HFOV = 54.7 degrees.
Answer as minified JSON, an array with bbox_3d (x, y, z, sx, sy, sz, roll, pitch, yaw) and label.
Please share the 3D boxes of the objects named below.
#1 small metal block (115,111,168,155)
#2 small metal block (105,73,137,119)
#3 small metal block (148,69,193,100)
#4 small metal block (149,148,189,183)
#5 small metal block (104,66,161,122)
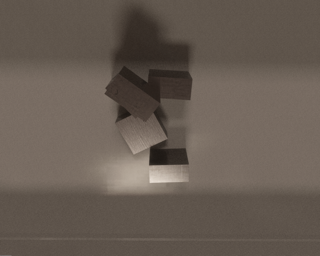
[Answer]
[{"bbox_3d":[-0.024,0.000,0.411,0.050,0.025,0.050,-26,109,9],"label":"small metal block"},{"bbox_3d":[-0.037,-0.045,0.381,0.025,0.050,0.050,-41,105,13],"label":"small metal block"},{"bbox_3d":[0.011,-0.054,0.378,0.050,0.050,0.025,3,110,-2],"label":"small metal block"},{"bbox_3d":[0.012,0.049,0.416,0.050,0.050,0.025,-1,110,0],"label":"small metal block"},{"bbox_3d":[-0.027,-0.038,0.330,0.050,0.050,0.025,35,106,-12],"label":"small metal block"}]
